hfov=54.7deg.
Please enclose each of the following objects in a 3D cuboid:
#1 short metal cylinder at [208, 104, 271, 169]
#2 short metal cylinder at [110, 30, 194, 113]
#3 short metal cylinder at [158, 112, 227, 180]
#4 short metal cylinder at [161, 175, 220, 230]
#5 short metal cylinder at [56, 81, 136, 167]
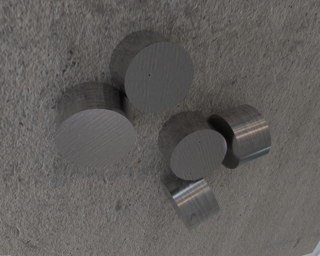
[{"bbox_3d":[0.109,0.012,0.438,0.050,0.080,0.079,-19,126,-18],"label":"short metal cylinder"},{"bbox_3d":[-0.010,-0.063,0.346,0.081,0.050,0.079,-14,124,-21],"label":"short metal cylinder"},{"bbox_3d":[0.043,0.024,0.424,0.081,0.050,0.079,-10,122,-16],"label":"short metal cylinder"},{"bbox_3d":[0.044,0.102,0.458,0.050,0.080,0.080,-29,128,-10],"label":"short metal cylinder"},{"bbox_3d":[-0.070,-0.003,0.338,0.081,0.050,0.079,-8,131,-9],"label":"short metal cylinder"}]
